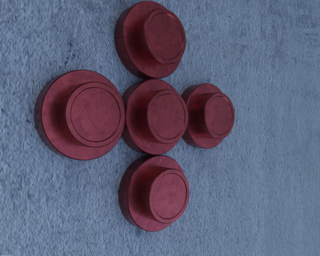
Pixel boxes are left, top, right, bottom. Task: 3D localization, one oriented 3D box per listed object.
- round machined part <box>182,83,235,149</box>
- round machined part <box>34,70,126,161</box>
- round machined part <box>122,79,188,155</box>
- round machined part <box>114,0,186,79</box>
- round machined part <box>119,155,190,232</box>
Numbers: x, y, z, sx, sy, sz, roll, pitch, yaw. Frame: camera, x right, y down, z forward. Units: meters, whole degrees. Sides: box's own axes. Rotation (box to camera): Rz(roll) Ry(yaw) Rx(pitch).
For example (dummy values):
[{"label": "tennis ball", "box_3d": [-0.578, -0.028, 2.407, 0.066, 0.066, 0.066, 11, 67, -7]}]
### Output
[{"label": "round machined part", "box_3d": [0.074, -0.018, 0.459, 0.099, 0.042, 0.097, 0, 90, -40]}, {"label": "round machined part", "box_3d": [-0.078, -0.014, 0.332, 0.099, 0.042, 0.097, 0, 90, -40]}, {"label": "round machined part", "box_3d": [-0.002, -0.014, 0.395, 0.099, 0.042, 0.097, 0, 90, -40]}, {"label": "round machined part", "box_3d": [-0.005, -0.112, 0.393, 0.099, 0.042, 0.097, 0, 90, -40]}, {"label": "round machined part", "box_3d": [0.000, 0.084, 0.397, 0.099, 0.042, 0.097, 0, 90, -40]}]
